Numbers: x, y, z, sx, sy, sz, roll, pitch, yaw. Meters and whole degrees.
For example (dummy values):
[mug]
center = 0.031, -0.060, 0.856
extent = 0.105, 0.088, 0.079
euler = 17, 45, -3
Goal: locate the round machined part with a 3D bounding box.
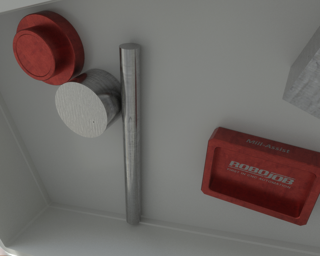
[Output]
[round machined part]
center = -0.155, -0.102, 0.414
extent = 0.098, 0.042, 0.097
euler = 13, 124, 20

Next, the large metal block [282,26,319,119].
[large metal block]
center = 0.151, -0.059, 0.257
extent = 0.050, 0.080, 0.079
euler = 31, 128, 8

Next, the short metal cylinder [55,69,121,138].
[short metal cylinder]
center = -0.092, -0.034, 0.418
extent = 0.080, 0.050, 0.079
euler = 13, 124, 20

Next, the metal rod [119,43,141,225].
[metal rod]
center = -0.040, 0.029, 0.446
extent = 0.025, 0.025, 0.298
euler = 15, 125, 19

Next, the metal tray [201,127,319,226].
[metal tray]
center = 0.121, 0.058, 0.376
extent = 0.130, 0.030, 0.089
euler = 15, 125, 19
